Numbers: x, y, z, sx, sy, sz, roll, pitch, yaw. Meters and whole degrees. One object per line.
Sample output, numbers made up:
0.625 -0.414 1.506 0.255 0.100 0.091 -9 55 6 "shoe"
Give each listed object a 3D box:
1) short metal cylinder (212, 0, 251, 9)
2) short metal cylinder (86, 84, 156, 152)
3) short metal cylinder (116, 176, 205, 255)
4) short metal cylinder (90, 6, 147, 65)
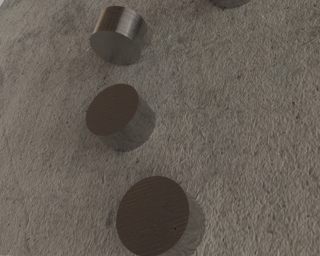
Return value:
0.110 -0.230 0.471 0.080 0.050 0.080 -13 56 21 "short metal cylinder"
-0.053 -0.014 0.424 0.080 0.050 0.080 -13 56 21 "short metal cylinder"
0.002 0.097 0.327 0.080 0.050 0.080 -13 56 21 "short metal cylinder"
-0.064 -0.144 0.491 0.080 0.080 0.050 -1 62 28 "short metal cylinder"
